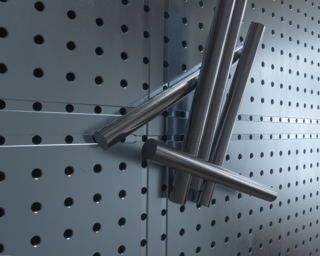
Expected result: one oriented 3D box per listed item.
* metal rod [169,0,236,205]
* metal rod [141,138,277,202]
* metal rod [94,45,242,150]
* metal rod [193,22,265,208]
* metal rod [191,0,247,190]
[{"bbox_3d":[0.059,-0.042,0.431,0.025,0.025,0.298,13,91,-40],"label":"metal rod"},{"bbox_3d":[0.091,0.071,0.448,0.301,0.025,0.025,24,75,-41],"label":"metal rod"},{"bbox_3d":[0.034,-0.057,0.439,0.302,0.025,0.025,-35,112,-35],"label":"metal rod"},{"bbox_3d":[0.110,-0.025,0.484,0.025,0.025,0.299,25,80,-38],"label":"metal rod"},{"bbox_3d":[0.083,-0.058,0.452,0.025,0.025,0.298,13,91,-40],"label":"metal rod"}]
